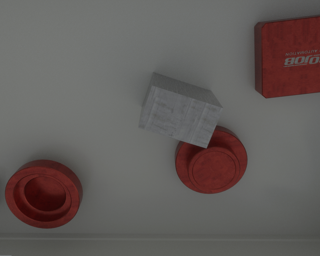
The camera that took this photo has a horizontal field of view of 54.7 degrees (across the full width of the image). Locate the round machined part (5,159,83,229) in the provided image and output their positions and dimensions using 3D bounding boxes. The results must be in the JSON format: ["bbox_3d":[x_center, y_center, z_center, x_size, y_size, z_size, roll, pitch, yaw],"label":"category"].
[{"bbox_3d":[-0.157,0.087,0.432,0.099,0.042,0.097,0,110,-1],"label":"round machined part"}]

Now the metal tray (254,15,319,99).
[{"bbox_3d":[0.185,-0.090,0.378,0.131,0.030,0.089,-7,110,2],"label":"metal tray"}]

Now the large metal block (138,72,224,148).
[{"bbox_3d":[0.022,-0.025,0.373,0.080,0.080,0.050,17,109,-7],"label":"large metal block"}]

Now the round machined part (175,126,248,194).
[{"bbox_3d":[0.070,0.048,0.421,0.099,0.042,0.097,0,110,-1],"label":"round machined part"}]
